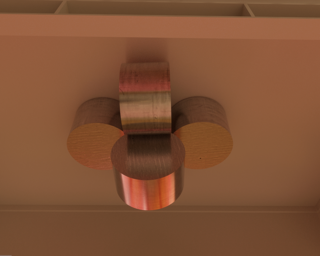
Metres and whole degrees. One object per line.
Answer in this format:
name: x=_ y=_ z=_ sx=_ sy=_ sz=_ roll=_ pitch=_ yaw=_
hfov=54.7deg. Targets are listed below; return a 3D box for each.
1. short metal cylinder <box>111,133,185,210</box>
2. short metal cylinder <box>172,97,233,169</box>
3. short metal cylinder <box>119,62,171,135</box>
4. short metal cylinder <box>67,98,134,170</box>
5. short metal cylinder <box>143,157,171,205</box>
short metal cylinder: x=-0.012 y=0.045 z=0.350 sx=0.080 sy=0.080 sz=0.050 roll=-1 pitch=130 yaw=0
short metal cylinder: x=0.049 y=0.007 z=0.396 sx=0.081 sy=0.050 sz=0.079 roll=0 pitch=130 yaw=0
short metal cylinder: x=-0.014 y=-0.032 z=0.342 sx=0.050 sy=0.080 sz=0.079 roll=-2 pitch=130 yaw=1
short metal cylinder: x=-0.073 y=0.008 z=0.397 sx=0.081 sy=0.050 sz=0.079 roll=0 pitch=130 yaw=0
short metal cylinder: x=-0.012 y=0.066 z=0.426 sx=0.050 sy=0.080 sz=0.079 roll=-2 pitch=130 yaw=1
